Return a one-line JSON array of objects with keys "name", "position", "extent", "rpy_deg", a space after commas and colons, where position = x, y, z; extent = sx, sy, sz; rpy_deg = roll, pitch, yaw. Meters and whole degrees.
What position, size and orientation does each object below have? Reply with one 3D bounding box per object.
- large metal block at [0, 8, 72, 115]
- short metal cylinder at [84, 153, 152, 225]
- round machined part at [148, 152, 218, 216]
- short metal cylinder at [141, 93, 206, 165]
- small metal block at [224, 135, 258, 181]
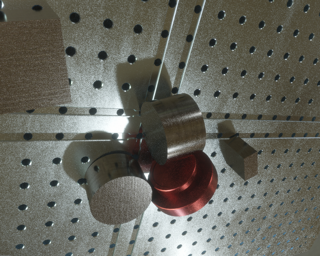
[{"name": "large metal block", "position": [-0.132, -0.062, 0.285], "extent": [0.081, 0.050, 0.079], "rpy_deg": [-13, 124, -22]}, {"name": "short metal cylinder", "position": [-0.056, 0.081, 0.411], "extent": [0.081, 0.050, 0.079], "rpy_deg": [-11, 123, -17]}, {"name": "round machined part", "position": [0.025, 0.065, 0.420], "extent": [0.098, 0.098, 0.042], "rpy_deg": [-38, 130, -3]}, {"name": "short metal cylinder", "position": [0.014, 0.001, 0.386], "extent": [0.050, 0.080, 0.079], "rpy_deg": [-15, 125, -20]}, {"name": "small metal block", "position": [0.131, 0.048, 0.499], "extent": [0.025, 0.050, 0.050], "rpy_deg": [-25, 128, -14]}]
